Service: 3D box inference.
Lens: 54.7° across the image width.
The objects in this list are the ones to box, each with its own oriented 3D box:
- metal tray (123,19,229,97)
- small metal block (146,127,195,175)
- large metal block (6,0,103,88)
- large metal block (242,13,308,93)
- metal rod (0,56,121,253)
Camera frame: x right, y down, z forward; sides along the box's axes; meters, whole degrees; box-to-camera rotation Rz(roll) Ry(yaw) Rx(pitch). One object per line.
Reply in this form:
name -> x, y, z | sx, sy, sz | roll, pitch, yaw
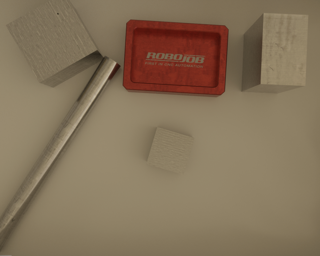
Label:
metal tray -> 0.020, -0.090, 0.409 | 0.131, 0.030, 0.089 | 3, 90, -1
small metal block -> 0.013, 0.029, 0.412 | 0.050, 0.025, 0.050 | 16, 90, -1
large metal block -> -0.131, -0.109, 0.397 | 0.080, 0.050, 0.080 | -30, 90, 0
large metal block -> 0.139, -0.088, 0.386 | 0.050, 0.080, 0.079 | 2, 90, 0
metal rod -> -0.144, 0.037, 0.409 | 0.025, 0.025, 0.299 | 33, 90, -1
